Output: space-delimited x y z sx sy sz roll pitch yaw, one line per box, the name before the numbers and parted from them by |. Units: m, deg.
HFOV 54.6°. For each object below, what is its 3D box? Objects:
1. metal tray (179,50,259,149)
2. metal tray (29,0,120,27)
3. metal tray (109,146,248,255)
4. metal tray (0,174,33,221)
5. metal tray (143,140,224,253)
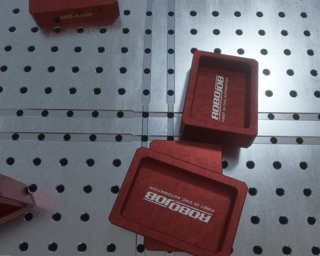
metal tray | 0.080 -0.042 0.408 0.090 0.030 0.130 10 56 4
metal tray | -0.134 -0.212 0.486 0.131 0.030 0.090 -8 70 -3
metal tray | 0.021 0.085 0.345 0.130 0.030 0.090 19 71 6
metal tray | -0.222 0.096 0.340 0.131 0.090 0.030 -25 72 -9
metal tray | 0.029 0.082 0.379 0.090 0.030 0.130 2 70 1
